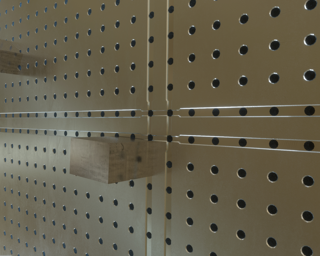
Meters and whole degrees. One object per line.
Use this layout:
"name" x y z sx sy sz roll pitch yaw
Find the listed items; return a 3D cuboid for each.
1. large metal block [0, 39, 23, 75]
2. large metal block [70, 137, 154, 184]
"large metal block" -0.361 -0.160 0.674 0.080 0.081 0.050 38 113 33
"large metal block" -0.066 0.040 0.430 0.080 0.081 0.050 5 93 40
